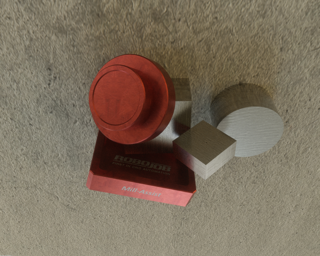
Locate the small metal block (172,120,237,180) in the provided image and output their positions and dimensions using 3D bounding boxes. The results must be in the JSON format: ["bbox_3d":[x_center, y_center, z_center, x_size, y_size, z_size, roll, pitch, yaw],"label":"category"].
[{"bbox_3d":[0.050,0.023,0.353,0.050,0.050,0.025,-33,139,-27],"label":"small metal block"}]

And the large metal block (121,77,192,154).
[{"bbox_3d":[-0.004,-0.014,0.381,0.080,0.050,0.079,-1,130,1],"label":"large metal block"}]

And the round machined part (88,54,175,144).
[{"bbox_3d":[-0.037,-0.031,0.333,0.098,0.098,0.042,-30,169,22],"label":"round machined part"}]

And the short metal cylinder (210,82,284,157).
[{"bbox_3d":[0.105,-0.010,0.386,0.081,0.050,0.079,0,130,0],"label":"short metal cylinder"}]

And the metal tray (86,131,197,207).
[{"bbox_3d":[-0.022,0.047,0.405,0.131,0.090,0.030,13,129,-11],"label":"metal tray"}]
